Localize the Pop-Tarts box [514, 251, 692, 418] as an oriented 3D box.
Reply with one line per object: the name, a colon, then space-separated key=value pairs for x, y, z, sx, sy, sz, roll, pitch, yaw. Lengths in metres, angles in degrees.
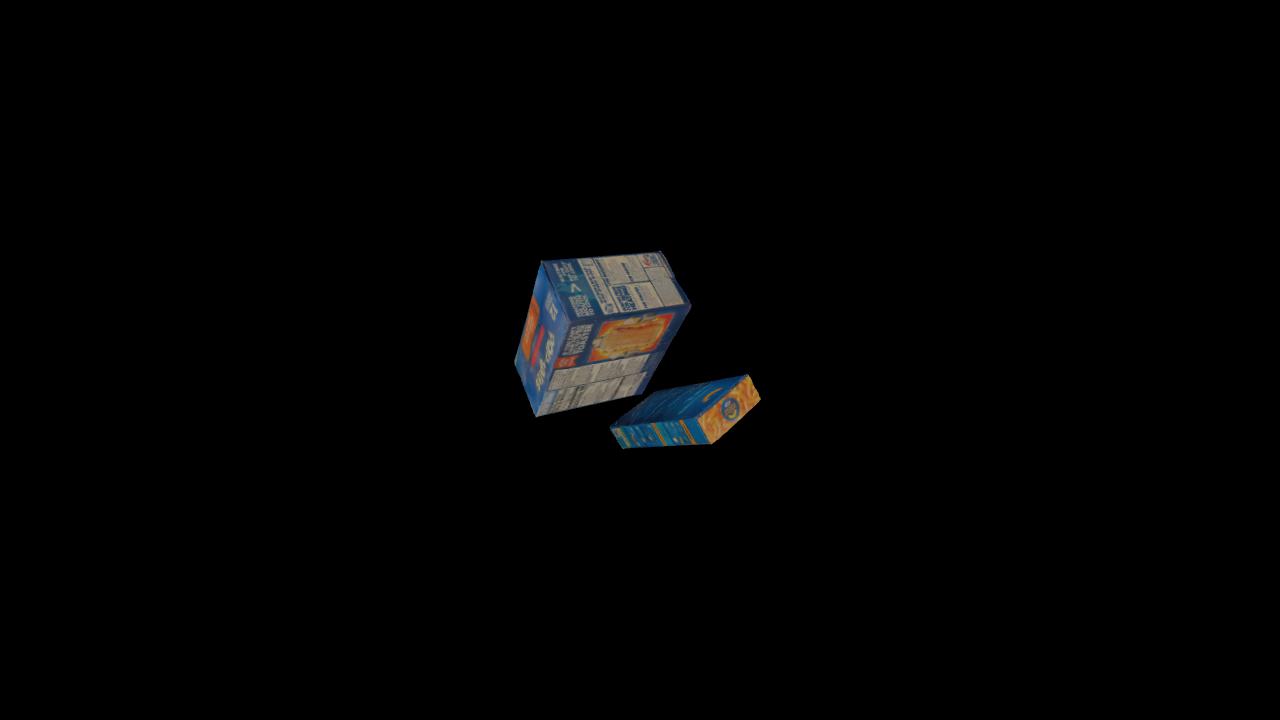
Pop-Tarts box: x=-0.047 y=-0.027 z=0.668 sx=0.141 sy=0.083 sz=0.167 roll=-11 pitch=-32 yaw=-29

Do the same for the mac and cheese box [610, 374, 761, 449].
mac and cheese box: x=0.048 y=0.065 z=0.736 sx=0.093 sy=0.041 sz=0.184 roll=-34 pitch=11 yaw=-31
